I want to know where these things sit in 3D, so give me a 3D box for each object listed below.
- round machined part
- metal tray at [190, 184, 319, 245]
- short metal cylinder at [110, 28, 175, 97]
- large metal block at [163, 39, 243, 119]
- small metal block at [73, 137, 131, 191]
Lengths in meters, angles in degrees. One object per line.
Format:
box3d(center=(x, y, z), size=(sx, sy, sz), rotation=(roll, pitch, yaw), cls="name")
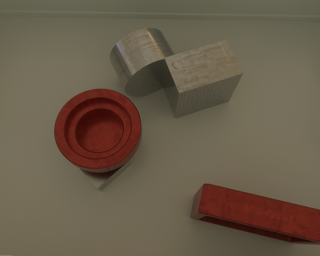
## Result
box3d(center=(-0.071, 0.006, 0.371), size=(0.099, 0.042, 0.098), rotation=(0, 70, -1), cls="round machined part")
box3d(center=(0.104, 0.097, 0.340), size=(0.131, 0.090, 0.030), rotation=(13, 71, 4), cls="metal tray")
box3d(center=(-0.020, -0.085, 0.411), size=(0.080, 0.080, 0.050), rotation=(-25, 72, -9), cls="short metal cylinder")
box3d(center=(0.051, -0.061, 0.403), size=(0.081, 0.080, 0.050), rotation=(-18, 71, -7), cls="large metal block")
box3d(center=(-0.074, 0.043, 0.393), size=(0.050, 0.025, 0.050), rotation=(-41, 76, -14), cls="small metal block")
